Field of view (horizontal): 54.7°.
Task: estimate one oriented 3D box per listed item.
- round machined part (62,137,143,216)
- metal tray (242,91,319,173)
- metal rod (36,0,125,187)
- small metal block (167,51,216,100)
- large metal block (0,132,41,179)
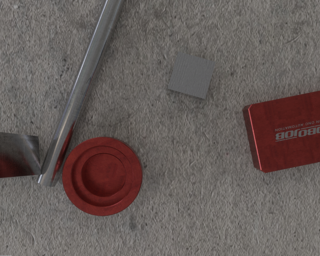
[{"bbox_3d":[-0.071,0.060,0.401,0.099,0.042,0.097,0,90,0],"label":"round machined part"},{"bbox_3d":[0.184,0.002,0.409,0.131,0.030,0.089,-11,90,0],"label":"metal tray"},{"bbox_3d":[-0.098,-0.067,0.409,0.025,0.025,0.299,21,90,0],"label":"metal rod"},{"bbox_3d":[0.041,-0.068,0.410,0.050,0.025,0.050,16,90,0],"label":"small metal block"},{"bbox_3d":[-0.204,0.037,0.370,0.080,0.080,0.050,-8,83,13],"label":"large metal block"}]
